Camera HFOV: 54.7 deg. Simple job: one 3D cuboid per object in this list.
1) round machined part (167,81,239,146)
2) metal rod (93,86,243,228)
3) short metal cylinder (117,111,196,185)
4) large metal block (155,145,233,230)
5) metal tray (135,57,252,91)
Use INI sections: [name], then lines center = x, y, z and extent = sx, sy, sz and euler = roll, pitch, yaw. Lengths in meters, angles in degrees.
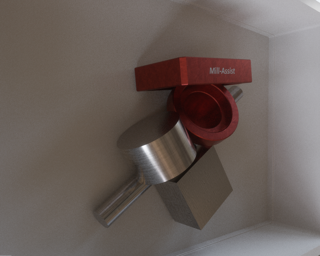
[round machined part]
center = 0.054, -0.020, 0.423
extent = 0.099, 0.042, 0.098
euler = 10, 62, -20
[metal rod]
center = 0.030, 0.022, 0.432
extent = 0.302, 0.025, 0.025
euler = -40, 115, -33
[short metal cylinder]
center = -0.004, 0.022, 0.368
extent = 0.080, 0.080, 0.050
euler = -41, 115, -33
[large metal block]
center = 0.046, 0.078, 0.428
extent = 0.080, 0.050, 0.080
euler = -40, 115, -33
[metal tray]
center = 0.045, -0.068, 0.400
extent = 0.131, 0.090, 0.030
euler = -9, 96, -40
